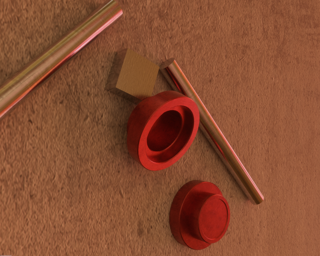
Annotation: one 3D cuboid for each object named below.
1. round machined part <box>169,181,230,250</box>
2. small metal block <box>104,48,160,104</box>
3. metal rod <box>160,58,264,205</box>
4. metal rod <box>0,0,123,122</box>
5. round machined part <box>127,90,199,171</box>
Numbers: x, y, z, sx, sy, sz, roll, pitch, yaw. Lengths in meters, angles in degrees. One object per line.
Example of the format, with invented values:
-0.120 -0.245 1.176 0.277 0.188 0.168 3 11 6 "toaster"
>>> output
0.064 0.127 0.447 0.099 0.042 0.097 0 90 -40 "round machined part"
-0.033 -0.061 0.377 0.050 0.025 0.050 24 75 -37 "small metal block"
0.090 0.020 0.479 0.300 0.025 0.025 52 60 -27 "metal rod"
-0.137 -0.034 0.289 0.301 0.025 0.025 -51 120 -28 "metal rod"
-0.001 0.000 0.377 0.099 0.042 0.097 -27 133 -32 "round machined part"
